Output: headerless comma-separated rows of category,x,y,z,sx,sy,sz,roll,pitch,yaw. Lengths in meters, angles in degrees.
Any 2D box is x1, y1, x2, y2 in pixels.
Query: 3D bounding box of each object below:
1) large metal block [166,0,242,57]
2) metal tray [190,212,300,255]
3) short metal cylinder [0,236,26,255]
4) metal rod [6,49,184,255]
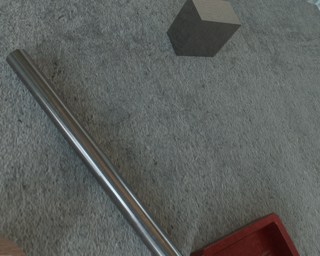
large metal block,0.070,-0.163,0.508,0.081,0.080,0.050,-6,65,-31
metal tray,0.108,0.164,0.360,0.131,0.030,0.090,-12,68,-33
short metal cylinder,-0.142,0.127,0.235,0.081,0.050,0.080,14,56,-21
metal rod,-0.075,0.031,0.345,0.025,0.025,0.300,-33,80,-38
